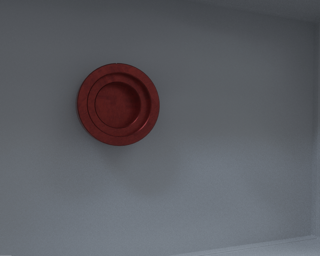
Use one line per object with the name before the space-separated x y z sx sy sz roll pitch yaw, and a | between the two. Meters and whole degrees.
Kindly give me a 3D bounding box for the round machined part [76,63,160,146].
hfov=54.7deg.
round machined part | -0.054 -0.028 0.382 0.099 0.042 0.097 0 90 -21
